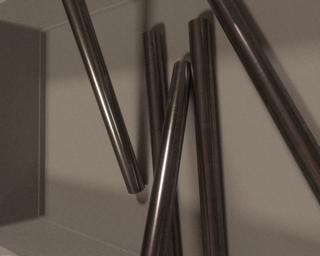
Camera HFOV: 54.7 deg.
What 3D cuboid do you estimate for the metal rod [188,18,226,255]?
[{"bbox_3d":[0.055,0.023,0.360,0.025,0.025,0.298,-6,86,39],"label":"metal rod"}]

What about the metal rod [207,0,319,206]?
[{"bbox_3d":[0.113,-0.036,0.312,0.025,0.025,0.299,-35,69,34],"label":"metal rod"}]

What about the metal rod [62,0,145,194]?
[{"bbox_3d":[-0.071,-0.050,0.386,0.025,0.025,0.298,0,115,40],"label":"metal rod"}]

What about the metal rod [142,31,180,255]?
[{"bbox_3d":[0.001,0.023,0.404,0.025,0.025,0.298,-8,85,39],"label":"metal rod"}]

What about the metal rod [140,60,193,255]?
[{"bbox_3d":[0.005,0.058,0.321,0.025,0.025,0.299,-12,57,39],"label":"metal rod"}]
